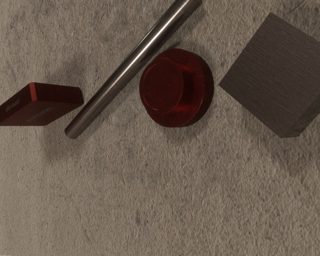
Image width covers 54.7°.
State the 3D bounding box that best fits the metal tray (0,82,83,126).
[{"bbox_3d":[-0.207,-0.036,0.529,0.130,0.091,0.030,-21,77,37],"label":"metal tray"}]

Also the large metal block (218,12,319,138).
[{"bbox_3d":[0.117,-0.047,0.291,0.080,0.050,0.080,48,118,29],"label":"large metal block"}]

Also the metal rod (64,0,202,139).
[{"bbox_3d":[-0.055,-0.075,0.447,0.299,0.025,0.025,-41,65,32],"label":"metal rod"}]

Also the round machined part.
[{"bbox_3d":[0.013,-0.049,0.382,0.098,0.042,0.097,0,90,39],"label":"round machined part"}]
